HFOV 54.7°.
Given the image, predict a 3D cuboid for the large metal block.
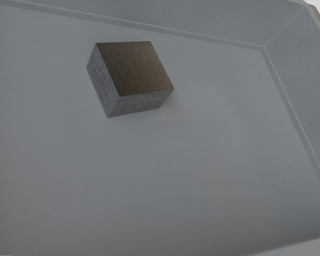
[{"bbox_3d":[-0.040,-0.066,0.409,0.081,0.050,0.080,-13,69,-34],"label":"large metal block"}]
